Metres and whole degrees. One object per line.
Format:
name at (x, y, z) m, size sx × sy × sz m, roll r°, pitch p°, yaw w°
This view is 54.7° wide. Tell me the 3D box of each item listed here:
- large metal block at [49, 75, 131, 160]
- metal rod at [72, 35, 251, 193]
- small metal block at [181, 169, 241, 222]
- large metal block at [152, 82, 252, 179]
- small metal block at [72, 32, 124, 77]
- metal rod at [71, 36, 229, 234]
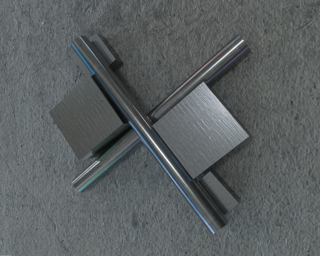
large metal block at (-0.090, -0.014, 0.427) m, size 0.080 × 0.050 × 0.080 m, roll -39°, pitch 78°, yaw 16°
metal rod at (-0.008, -0.010, 0.414) m, size 0.299 × 0.025 × 0.025 m, roll -40°, pitch 77°, yaw 15°
small metal block at (0.064, 0.087, 0.388) m, size 0.050 × 0.025 × 0.050 m, roll -45°, pitch 76°, yaw 14°
large metal block at (0.052, 0.003, 0.378) m, size 0.080 × 0.050 × 0.080 m, roll -41°, pitch 77°, yaw 15°
small metal block at (-0.089, -0.098, 0.442) m, size 0.050 × 0.025 × 0.050 m, roll -39°, pitch 78°, yaw 15°
metal rod at (-0.020, -0.001, 0.390) m, size 0.025 × 0.025 × 0.300 m, roll -41°, pitch 77°, yaw 15°
